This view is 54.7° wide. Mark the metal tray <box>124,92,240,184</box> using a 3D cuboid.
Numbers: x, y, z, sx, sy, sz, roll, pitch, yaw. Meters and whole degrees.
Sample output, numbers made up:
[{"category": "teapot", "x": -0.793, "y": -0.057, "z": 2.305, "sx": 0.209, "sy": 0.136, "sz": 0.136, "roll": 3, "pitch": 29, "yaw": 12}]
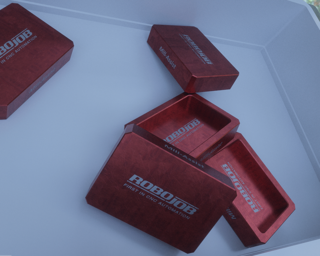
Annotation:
[{"category": "metal tray", "x": 0.029, "y": 0.005, "z": 0.395, "sx": 0.090, "sy": 0.030, "sz": 0.131, "roll": 36, "pitch": 47, "yaw": 25}]

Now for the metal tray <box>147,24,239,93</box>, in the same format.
[{"category": "metal tray", "x": 0.049, "y": -0.110, "z": 0.477, "sx": 0.091, "sy": 0.030, "sz": 0.130, "roll": -9, "pitch": 52, "yaw": -33}]

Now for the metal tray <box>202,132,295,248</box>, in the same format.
[{"category": "metal tray", "x": 0.112, "y": 0.078, "z": 0.416, "sx": 0.091, "sy": 0.030, "sz": 0.130, "roll": -27, "pitch": 77, "yaw": -37}]

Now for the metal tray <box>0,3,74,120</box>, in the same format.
[{"category": "metal tray", "x": -0.175, "y": -0.082, "z": 0.359, "sx": 0.090, "sy": 0.030, "sz": 0.130, "roll": 35, "pitch": 51, "yaw": -6}]

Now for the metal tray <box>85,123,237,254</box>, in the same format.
[{"category": "metal tray", "x": 0.001, "y": 0.065, "z": 0.326, "sx": 0.131, "sy": 0.090, "sz": 0.030, "roll": 30, "pitch": 14, "yaw": -10}]
